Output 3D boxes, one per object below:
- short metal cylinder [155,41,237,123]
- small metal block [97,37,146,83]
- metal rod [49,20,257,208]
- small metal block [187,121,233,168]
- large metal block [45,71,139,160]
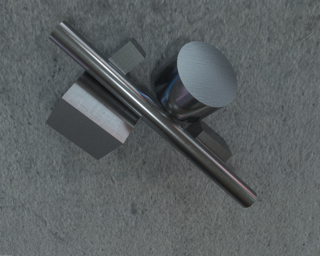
[{"bbox_3d":[0.041,-0.052,0.357,0.080,0.080,0.050,37,147,-13],"label":"short metal cylinder"},{"bbox_3d":[-0.044,-0.080,0.368,0.050,0.050,0.025,-37,106,12],"label":"small metal block"},{"bbox_3d":[0.003,-0.005,0.356,0.300,0.025,0.025,41,105,-14],"label":"metal rod"},{"bbox_3d":[0.062,0.018,0.402,0.050,0.050,0.025,39,105,-14],"label":"small metal block"},{"bbox_3d":[-0.080,-0.013,0.373,0.080,0.050,0.080,39,146,-14],"label":"large metal block"}]
